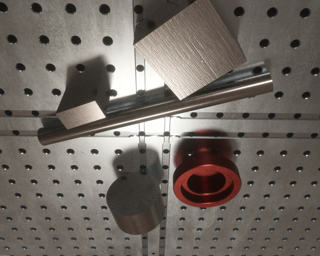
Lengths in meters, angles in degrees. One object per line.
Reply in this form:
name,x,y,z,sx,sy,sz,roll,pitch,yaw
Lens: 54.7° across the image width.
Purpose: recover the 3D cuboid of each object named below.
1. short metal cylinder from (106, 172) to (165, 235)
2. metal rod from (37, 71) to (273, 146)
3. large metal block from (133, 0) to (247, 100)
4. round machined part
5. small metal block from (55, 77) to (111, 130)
short metal cylinder,-0.036,0.113,0.472,0.080,0.080,0.050,-8,130,6
metal rod,-0.014,-0.022,0.393,0.301,0.025,0.025,-13,129,10
large metal block,0.030,-0.089,0.320,0.080,0.050,0.080,-30,125,22
round machined part,0.068,0.073,0.464,0.099,0.042,0.097,-1,130,0
small metal block,-0.090,-0.030,0.368,0.050,0.050,0.025,-17,128,13
